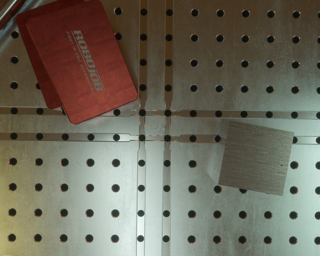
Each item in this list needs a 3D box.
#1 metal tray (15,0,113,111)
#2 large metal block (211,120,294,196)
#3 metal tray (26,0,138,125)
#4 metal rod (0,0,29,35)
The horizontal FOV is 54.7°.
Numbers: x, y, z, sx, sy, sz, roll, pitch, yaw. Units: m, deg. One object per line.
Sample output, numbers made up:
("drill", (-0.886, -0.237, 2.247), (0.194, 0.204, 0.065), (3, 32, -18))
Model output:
("metal tray", (-0.122, -0.098, 0.409), (0.090, 0.030, 0.129), (-20, 90, -1))
("large metal block", (0.117, 0.037, 0.403), (0.080, 0.050, 0.080), (10, 90, -1))
("metal tray", (-0.093, -0.080, 0.382), (0.091, 0.030, 0.129), (-25, 102, -17))
("metal rod", (-0.179, -0.185, 0.410), (0.025, 0.025, 0.300), (40, 90, -1))
